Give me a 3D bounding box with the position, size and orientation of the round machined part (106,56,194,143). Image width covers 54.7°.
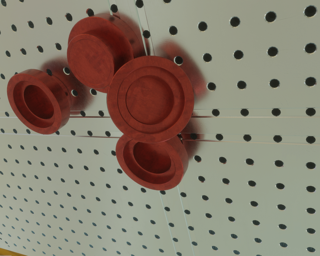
[{"bbox_3d":[-0.013,-0.033,0.363,0.099,0.042,0.097,-1,94,-12],"label":"round machined part"}]

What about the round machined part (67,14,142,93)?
[{"bbox_3d":[-0.075,-0.087,0.384,0.098,0.042,0.097,13,124,20],"label":"round machined part"}]

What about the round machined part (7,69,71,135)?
[{"bbox_3d":[-0.174,-0.042,0.464,0.098,0.042,0.097,13,124,20],"label":"round machined part"}]

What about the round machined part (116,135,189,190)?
[{"bbox_3d":[-0.007,0.034,0.422,0.098,0.042,0.097,13,127,19],"label":"round machined part"}]
